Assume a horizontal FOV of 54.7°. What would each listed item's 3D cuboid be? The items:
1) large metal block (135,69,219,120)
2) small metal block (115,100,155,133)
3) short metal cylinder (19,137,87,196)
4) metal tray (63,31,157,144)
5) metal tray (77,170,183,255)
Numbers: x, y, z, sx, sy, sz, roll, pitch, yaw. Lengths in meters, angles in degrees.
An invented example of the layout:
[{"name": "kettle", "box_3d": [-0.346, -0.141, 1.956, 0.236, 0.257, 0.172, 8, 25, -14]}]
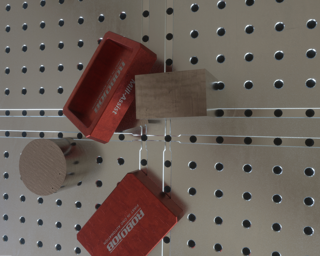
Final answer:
[{"name": "large metal block", "box_3d": [0.024, -0.036, 0.374, 0.080, 0.080, 0.050, -2, 90, 19]}, {"name": "small metal block", "box_3d": [-0.039, -0.024, 0.426, 0.050, 0.025, 0.050, -16, 85, 19]}, {"name": "short metal cylinder", "box_3d": [-0.155, 0.054, 0.452, 0.080, 0.050, 0.079, 0, 90, 19]}, {"name": "metal tray", "box_3d": [-0.069, -0.056, 0.405, 0.090, 0.030, 0.130, 35, 96, 45]}, {"name": "metal tray", "box_3d": [-0.043, 0.134, 0.424, 0.090, 0.030, 0.130, 43, 103, 14]}]
